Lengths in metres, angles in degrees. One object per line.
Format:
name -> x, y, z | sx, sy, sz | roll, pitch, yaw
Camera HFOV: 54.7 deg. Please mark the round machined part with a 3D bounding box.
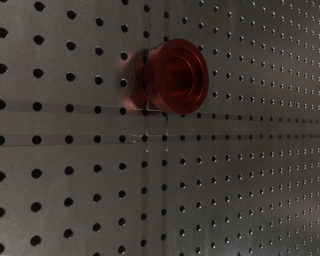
round machined part -> 0.018, -0.066, 0.415 | 0.099, 0.042, 0.097 | 0, 90, -40
